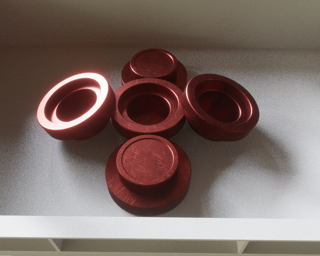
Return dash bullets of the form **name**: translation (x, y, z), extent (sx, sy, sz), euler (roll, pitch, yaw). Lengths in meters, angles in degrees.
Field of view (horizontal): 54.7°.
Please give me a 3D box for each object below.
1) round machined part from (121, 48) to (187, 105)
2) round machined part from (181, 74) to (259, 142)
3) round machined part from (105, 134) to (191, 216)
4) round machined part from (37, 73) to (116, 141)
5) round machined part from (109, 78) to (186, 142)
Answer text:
- **round machined part**: translation (-0.009, -0.081, 0.460), extent (0.099, 0.042, 0.098), euler (0, 50, 0)
- **round machined part**: translation (0.073, -0.021, 0.399), extent (0.099, 0.042, 0.098), euler (11, 49, -13)
- **round machined part**: translation (-0.013, 0.046, 0.353), extent (0.099, 0.042, 0.098), euler (0, 50, 0)
- **round machined part**: translation (-0.102, -0.023, 0.400), extent (0.098, 0.042, 0.098), euler (-11, 48, 13)
- **round machined part**: translation (-0.015, -0.018, 0.406), extent (0.099, 0.042, 0.098), euler (0, 50, 0)
